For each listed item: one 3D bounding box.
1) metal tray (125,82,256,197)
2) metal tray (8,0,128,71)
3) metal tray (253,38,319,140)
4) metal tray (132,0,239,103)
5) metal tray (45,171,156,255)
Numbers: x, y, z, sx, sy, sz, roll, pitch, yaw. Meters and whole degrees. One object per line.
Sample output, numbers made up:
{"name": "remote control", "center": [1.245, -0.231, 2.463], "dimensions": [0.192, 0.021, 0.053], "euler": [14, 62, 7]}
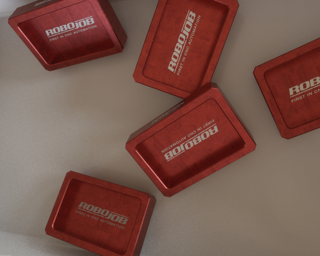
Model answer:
{"name": "metal tray", "center": [0.036, 0.017, 0.376], "dimensions": [0.130, 0.030, 0.090], "euler": [-33, 104, 17]}
{"name": "metal tray", "center": [-0.122, -0.133, 0.420], "dimensions": [0.130, 0.090, 0.030], "euler": [-10, 47, 19]}
{"name": "metal tray", "center": [0.182, -0.051, 0.343], "dimensions": [0.130, 0.030, 0.090], "euler": [-24, 82, 18]}
{"name": "metal tray", "center": [0.030, -0.105, 0.380], "dimensions": [0.090, 0.030, 0.129], "euler": [19, 97, -4]}
{"name": "metal tray", "center": [-0.081, 0.118, 0.421], "dimensions": [0.130, 0.030, 0.090], "euler": [12, 75, 19]}
